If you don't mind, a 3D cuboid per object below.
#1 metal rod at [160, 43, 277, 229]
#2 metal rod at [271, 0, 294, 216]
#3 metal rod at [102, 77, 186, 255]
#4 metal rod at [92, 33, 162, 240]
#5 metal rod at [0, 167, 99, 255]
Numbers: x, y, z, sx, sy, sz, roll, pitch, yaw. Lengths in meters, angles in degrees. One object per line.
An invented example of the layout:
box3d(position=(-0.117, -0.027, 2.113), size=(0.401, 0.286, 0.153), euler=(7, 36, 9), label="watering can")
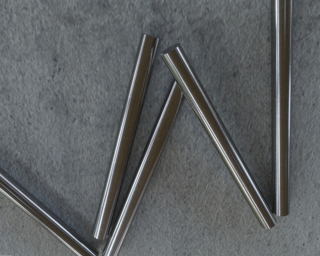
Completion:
box3d(position=(0.087, 0.027, 0.405), size=(0.025, 0.025, 0.299), euler=(-29, 114, 10), label="metal rod")
box3d(position=(0.159, -0.016, 0.406), size=(0.025, 0.025, 0.298), euler=(-7, 110, 2), label="metal rod")
box3d(position=(-0.024, 0.067, 0.434), size=(0.025, 0.025, 0.298), euler=(20, 109, -8), label="metal rod")
box3d(position=(-0.050, 0.025, 0.418), size=(0.025, 0.025, 0.298), euler=(15, 109, -6), label="metal rod")
box3d(position=(-0.202, 0.096, 0.442), size=(0.025, 0.025, 0.300), euler=(-39, 106, 13), label="metal rod")
